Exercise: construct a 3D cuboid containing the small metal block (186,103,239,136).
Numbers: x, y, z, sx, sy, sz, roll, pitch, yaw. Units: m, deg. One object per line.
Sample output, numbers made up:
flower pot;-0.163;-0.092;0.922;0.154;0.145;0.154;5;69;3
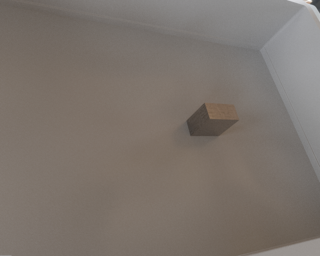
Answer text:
small metal block;0.074;-0.011;0.438;0.050;0.050;0.025;1;62;-28
